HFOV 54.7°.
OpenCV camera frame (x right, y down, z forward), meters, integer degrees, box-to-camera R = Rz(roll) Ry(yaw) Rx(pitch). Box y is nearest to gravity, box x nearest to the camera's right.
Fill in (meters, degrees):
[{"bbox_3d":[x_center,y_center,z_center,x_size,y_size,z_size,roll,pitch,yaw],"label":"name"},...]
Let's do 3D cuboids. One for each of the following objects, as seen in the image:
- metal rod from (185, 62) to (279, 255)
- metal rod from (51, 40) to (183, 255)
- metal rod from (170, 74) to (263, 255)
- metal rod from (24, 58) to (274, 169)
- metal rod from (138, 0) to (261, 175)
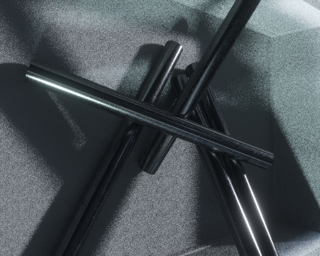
[{"bbox_3d":[0.095,0.047,0.408,0.025,0.025,0.299,-5,69,-40],"label":"metal rod"},{"bbox_3d":[-0.042,0.016,0.370,0.025,0.025,0.300,40,66,-33],"label":"metal rod"},{"bbox_3d":[0.076,0.066,0.387,0.025,0.025,0.299,-5,68,-40],"label":"metal rod"},{"bbox_3d":[0.006,-0.007,0.352,0.302,0.025,0.025,20,77,-20],"label":"metal rod"},{"bbox_3d":[0.058,-0.074,0.372,0.025,0.025,0.299,24,101,-38],"label":"metal rod"}]
